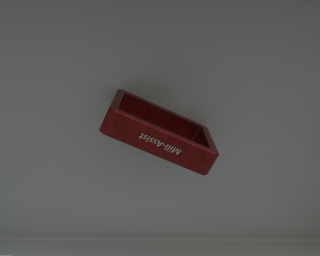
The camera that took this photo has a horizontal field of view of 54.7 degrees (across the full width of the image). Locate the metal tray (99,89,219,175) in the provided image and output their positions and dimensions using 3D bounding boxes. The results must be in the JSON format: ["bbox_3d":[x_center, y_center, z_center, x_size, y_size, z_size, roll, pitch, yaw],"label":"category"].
[{"bbox_3d":[0.000,0.002,0.374,0.131,0.090,0.030,23,108,-9],"label":"metal tray"}]
